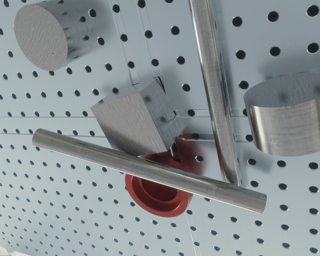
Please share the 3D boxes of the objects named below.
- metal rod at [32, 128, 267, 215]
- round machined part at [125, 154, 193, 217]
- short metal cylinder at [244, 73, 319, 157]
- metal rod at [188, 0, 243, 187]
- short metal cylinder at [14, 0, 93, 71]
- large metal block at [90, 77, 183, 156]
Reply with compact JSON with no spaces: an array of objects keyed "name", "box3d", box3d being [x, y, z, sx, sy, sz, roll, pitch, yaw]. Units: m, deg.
[{"name":"metal rod","box3d":[-0.020,0.052,0.393,0.301,0.025,0.025,15,125,8]},{"name":"round machined part","box3d":[0.003,0.078,0.447,0.098,0.042,0.097,13,124,20]},{"name":"short metal cylinder","box3d":[0.127,-0.015,0.299,0.080,0.080,0.050,-5,116,30]},{"name":"metal rod","box3d":[0.065,-0.040,0.352,0.025,0.025,0.298,-1,118,29]},{"name":"short metal cylinder","box3d":[-0.134,-0.119,0.392,0.080,0.050,0.079,13,124,21]},{"name":"large metal block","box3d":[-0.029,-0.011,0.404,0.080,0.050,0.080,-13,112,33]}]
